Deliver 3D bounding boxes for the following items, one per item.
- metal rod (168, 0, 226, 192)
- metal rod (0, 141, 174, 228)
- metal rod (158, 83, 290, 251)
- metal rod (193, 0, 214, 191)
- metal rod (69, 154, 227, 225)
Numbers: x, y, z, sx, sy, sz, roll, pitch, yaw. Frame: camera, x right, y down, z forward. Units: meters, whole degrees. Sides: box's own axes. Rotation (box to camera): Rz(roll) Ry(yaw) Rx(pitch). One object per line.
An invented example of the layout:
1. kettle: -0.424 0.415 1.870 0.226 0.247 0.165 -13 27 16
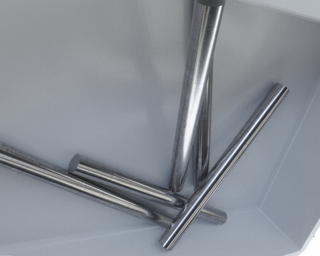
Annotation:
1. metal rod: 0.033 -0.009 0.368 0.025 0.025 0.298 -18 143 -19
2. metal rod: -0.083 0.088 0.419 0.301 0.025 0.025 34 99 -39
3. metal rod: 0.098 0.057 0.472 0.025 0.025 0.300 39 88 -39
4. metal rod: 0.059 -0.023 0.428 0.025 0.025 0.298 -17 126 -19
5. metal rod: 0.003 0.102 0.466 0.301 0.025 0.025 29 102 -36
